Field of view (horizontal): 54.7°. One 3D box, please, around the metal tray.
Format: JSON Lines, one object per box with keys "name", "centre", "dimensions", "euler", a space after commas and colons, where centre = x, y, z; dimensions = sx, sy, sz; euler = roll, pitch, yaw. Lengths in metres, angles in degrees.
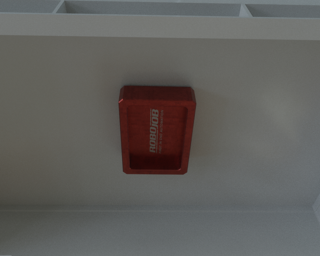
{"name": "metal tray", "centre": [-0.005, 0.007, 0.408], "dimensions": [0.091, 0.030, 0.129], "euler": [1, 130, -2]}
